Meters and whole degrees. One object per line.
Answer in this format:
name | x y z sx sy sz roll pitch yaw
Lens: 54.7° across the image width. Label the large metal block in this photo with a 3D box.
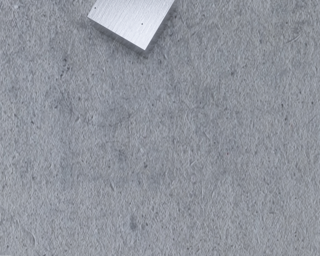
large metal block | -0.032 -0.148 0.397 0.080 0.050 0.080 30 90 0
